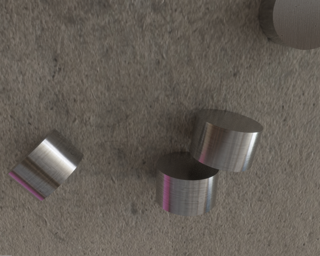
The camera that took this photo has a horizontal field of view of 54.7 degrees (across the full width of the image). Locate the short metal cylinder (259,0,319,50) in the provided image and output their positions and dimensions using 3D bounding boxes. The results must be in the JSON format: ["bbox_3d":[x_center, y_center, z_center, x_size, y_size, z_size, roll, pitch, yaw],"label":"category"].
[{"bbox_3d":[0.159,-0.132,0.350,0.081,0.050,0.079,0,110,-1],"label":"short metal cylinder"}]

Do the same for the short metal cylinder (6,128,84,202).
[{"bbox_3d":[-0.145,0.046,0.395,0.080,0.080,0.050,-40,106,13],"label":"short metal cylinder"}]

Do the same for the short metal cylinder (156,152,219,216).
[{"bbox_3d":[0.035,0.070,0.407,0.081,0.080,0.050,1,110,-1],"label":"short metal cylinder"}]

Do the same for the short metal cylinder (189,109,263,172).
[{"bbox_3d":[0.081,0.013,0.386,0.081,0.080,0.050,9,110,-4],"label":"short metal cylinder"}]
